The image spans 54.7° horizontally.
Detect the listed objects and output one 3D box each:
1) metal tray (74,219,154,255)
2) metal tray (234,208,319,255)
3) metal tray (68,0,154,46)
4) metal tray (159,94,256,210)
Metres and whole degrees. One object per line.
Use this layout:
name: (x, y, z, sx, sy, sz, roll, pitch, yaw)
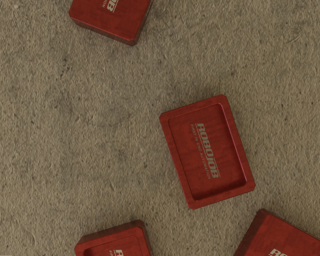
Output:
metal tray: (-0.048, 0.198, 0.407, 0.090, 0.030, 0.129, -17, 90, 0)
metal tray: (0.173, 0.177, 0.409, 0.130, 0.030, 0.090, 28, 90, 0)
metal tray: (-0.052, -0.185, 0.407, 0.090, 0.030, 0.129, 22, 90, 0)
metal tray: (0.060, 0.030, 0.407, 0.090, 0.030, 0.129, -18, 90, 0)
